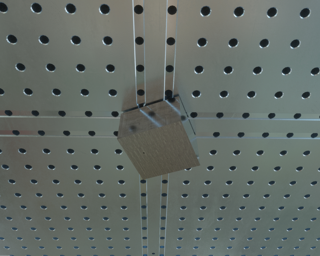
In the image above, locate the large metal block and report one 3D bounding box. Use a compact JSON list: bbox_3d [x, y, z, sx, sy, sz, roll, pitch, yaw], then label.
[{"bbox_3d":[0.000,0.015,0.404,0.080,0.050,0.080,-16,129,13],"label":"large metal block"}]
